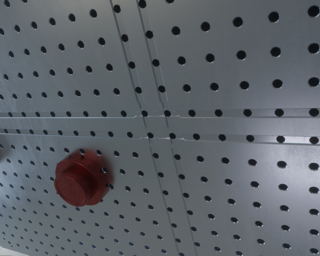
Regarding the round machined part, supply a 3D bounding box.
[{"bbox_3d":[-0.142,0.097,0.536,0.098,0.042,0.097,13,124,21],"label":"round machined part"}]
